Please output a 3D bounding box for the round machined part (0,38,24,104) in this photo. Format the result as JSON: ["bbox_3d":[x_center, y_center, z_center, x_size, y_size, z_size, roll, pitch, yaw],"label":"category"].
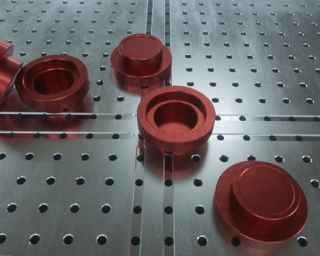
[{"bbox_3d":[-0.225,-0.072,0.428,0.042,0.098,0.098,28,47,-21],"label":"round machined part"}]

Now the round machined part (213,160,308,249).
[{"bbox_3d":[0.110,0.075,0.335,0.099,0.042,0.098,0,50,0],"label":"round machined part"}]

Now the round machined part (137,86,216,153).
[{"bbox_3d":[0.020,-0.007,0.403,0.099,0.042,0.098,0,50,0],"label":"round machined part"}]

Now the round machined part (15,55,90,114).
[{"bbox_3d":[-0.149,-0.059,0.444,0.099,0.042,0.098,0,50,0],"label":"round machined part"}]

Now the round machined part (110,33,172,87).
[{"bbox_3d":[-0.030,-0.113,0.492,0.099,0.042,0.098,1,50,0],"label":"round machined part"}]
